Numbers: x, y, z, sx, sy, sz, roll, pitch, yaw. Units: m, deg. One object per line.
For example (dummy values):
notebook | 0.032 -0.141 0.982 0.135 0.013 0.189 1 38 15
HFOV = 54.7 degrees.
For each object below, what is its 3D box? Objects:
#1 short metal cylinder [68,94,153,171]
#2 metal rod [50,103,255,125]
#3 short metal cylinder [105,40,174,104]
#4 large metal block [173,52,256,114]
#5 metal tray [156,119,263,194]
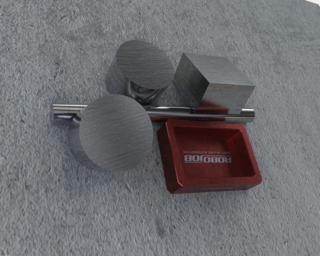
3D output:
short metal cylinder | -0.055 0.007 0.339 0.081 0.050 0.080 5 80 -28
metal rod | 0.010 -0.018 0.423 0.303 0.025 0.025 -1 62 -29
short metal cylinder | -0.028 -0.071 0.417 0.081 0.050 0.080 14 56 -21
large metal block | 0.076 -0.065 0.454 0.081 0.050 0.080 -1 41 -29
metal tray | 0.066 0.037 0.414 0.131 0.030 0.090 3 60 -27
